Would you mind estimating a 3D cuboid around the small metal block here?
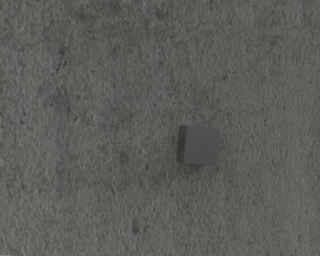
[{"bbox_3d":[0.053,0.024,0.428,0.050,0.025,0.050,7,88,-20],"label":"small metal block"}]
